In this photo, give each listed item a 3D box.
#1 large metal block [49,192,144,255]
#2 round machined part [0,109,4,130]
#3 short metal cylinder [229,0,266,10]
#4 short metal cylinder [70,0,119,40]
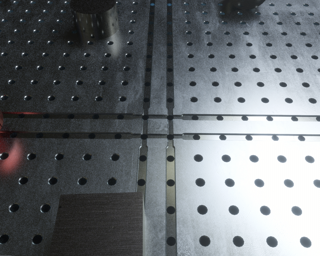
[{"bbox_3d":[-0.056,0.111,0.298,0.081,0.050,0.080,-1,50,-1],"label":"large metal block"},{"bbox_3d":[-0.251,0.001,0.394,0.099,0.042,0.098,0,50,0],"label":"round machined part"},{"bbox_3d":[0.174,-0.284,0.611,0.080,0.080,0.050,8,51,6],"label":"short metal cylinder"},{"bbox_3d":[-0.117,-0.205,0.563,0.080,0.050,0.080,0,50,0],"label":"short metal cylinder"}]
